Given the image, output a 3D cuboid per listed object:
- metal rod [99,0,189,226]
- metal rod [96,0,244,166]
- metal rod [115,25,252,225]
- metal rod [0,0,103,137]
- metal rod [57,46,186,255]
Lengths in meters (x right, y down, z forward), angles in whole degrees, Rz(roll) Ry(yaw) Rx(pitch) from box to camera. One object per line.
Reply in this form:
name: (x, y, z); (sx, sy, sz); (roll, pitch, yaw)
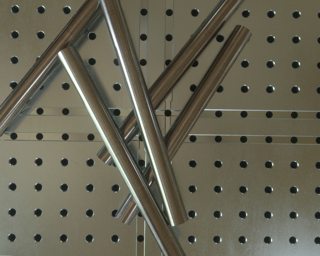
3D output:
metal rod: (-0.021, -0.027, 0.387); (0.025, 0.025, 0.298); (-17, 88, 0)
metal rod: (0.019, -0.074, 0.413); (0.025, 0.025, 0.300); (39, 90, -1)
metal rod: (0.032, -0.004, 0.413); (0.025, 0.025, 0.299); (33, 90, -1)
metal rod: (-0.127, -0.113, 0.411); (0.025, 0.025, 0.300); (39, 90, -1)
metal rod: (-0.046, 0.037, 0.386); (0.025, 0.025, 0.299); (-28, 90, 0)
